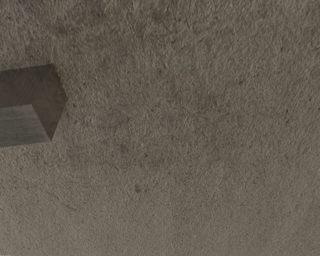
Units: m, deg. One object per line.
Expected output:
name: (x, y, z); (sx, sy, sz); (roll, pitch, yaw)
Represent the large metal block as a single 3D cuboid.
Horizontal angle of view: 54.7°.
large metal block: (-0.160, -0.025, 0.348); (0.080, 0.080, 0.050); (-7, 130, 5)
